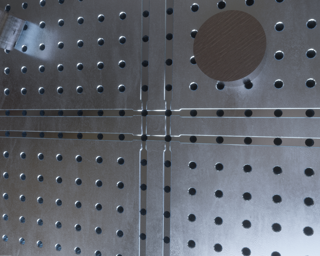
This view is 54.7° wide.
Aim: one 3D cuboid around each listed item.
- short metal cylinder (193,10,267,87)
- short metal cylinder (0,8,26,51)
[{"bbox_3d":[0.085,-0.092,0.369,0.080,0.050,0.079,0,90,19],"label":"short metal cylinder"},{"bbox_3d":[-0.254,-0.159,0.471,0.080,0.080,0.050,30,100,17],"label":"short metal cylinder"}]
